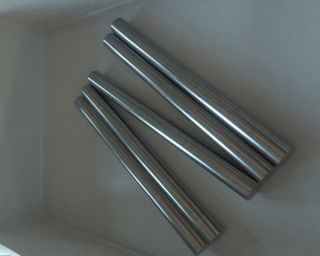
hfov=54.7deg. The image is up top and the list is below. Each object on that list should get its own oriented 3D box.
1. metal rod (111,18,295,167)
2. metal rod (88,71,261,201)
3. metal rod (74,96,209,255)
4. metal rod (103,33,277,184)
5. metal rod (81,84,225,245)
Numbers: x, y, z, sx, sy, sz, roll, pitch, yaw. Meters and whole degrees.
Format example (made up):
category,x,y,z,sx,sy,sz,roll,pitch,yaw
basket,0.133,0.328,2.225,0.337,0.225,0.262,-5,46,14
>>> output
category,x,y,z,sx,sy,sz,roll,pitch,yaw
metal rod,0.031,-0.061,0.380,0.300,0.025,0.025,44,117,31
metal rod,-0.002,-0.007,0.407,0.300,0.025,0.025,36,112,34
metal rod,-0.040,0.049,0.438,0.300,0.025,0.025,46,117,30
metal rod,0.018,-0.042,0.390,0.300,0.025,0.025,44,117,31
metal rod,-0.026,0.032,0.427,0.300,0.025,0.025,46,117,30
